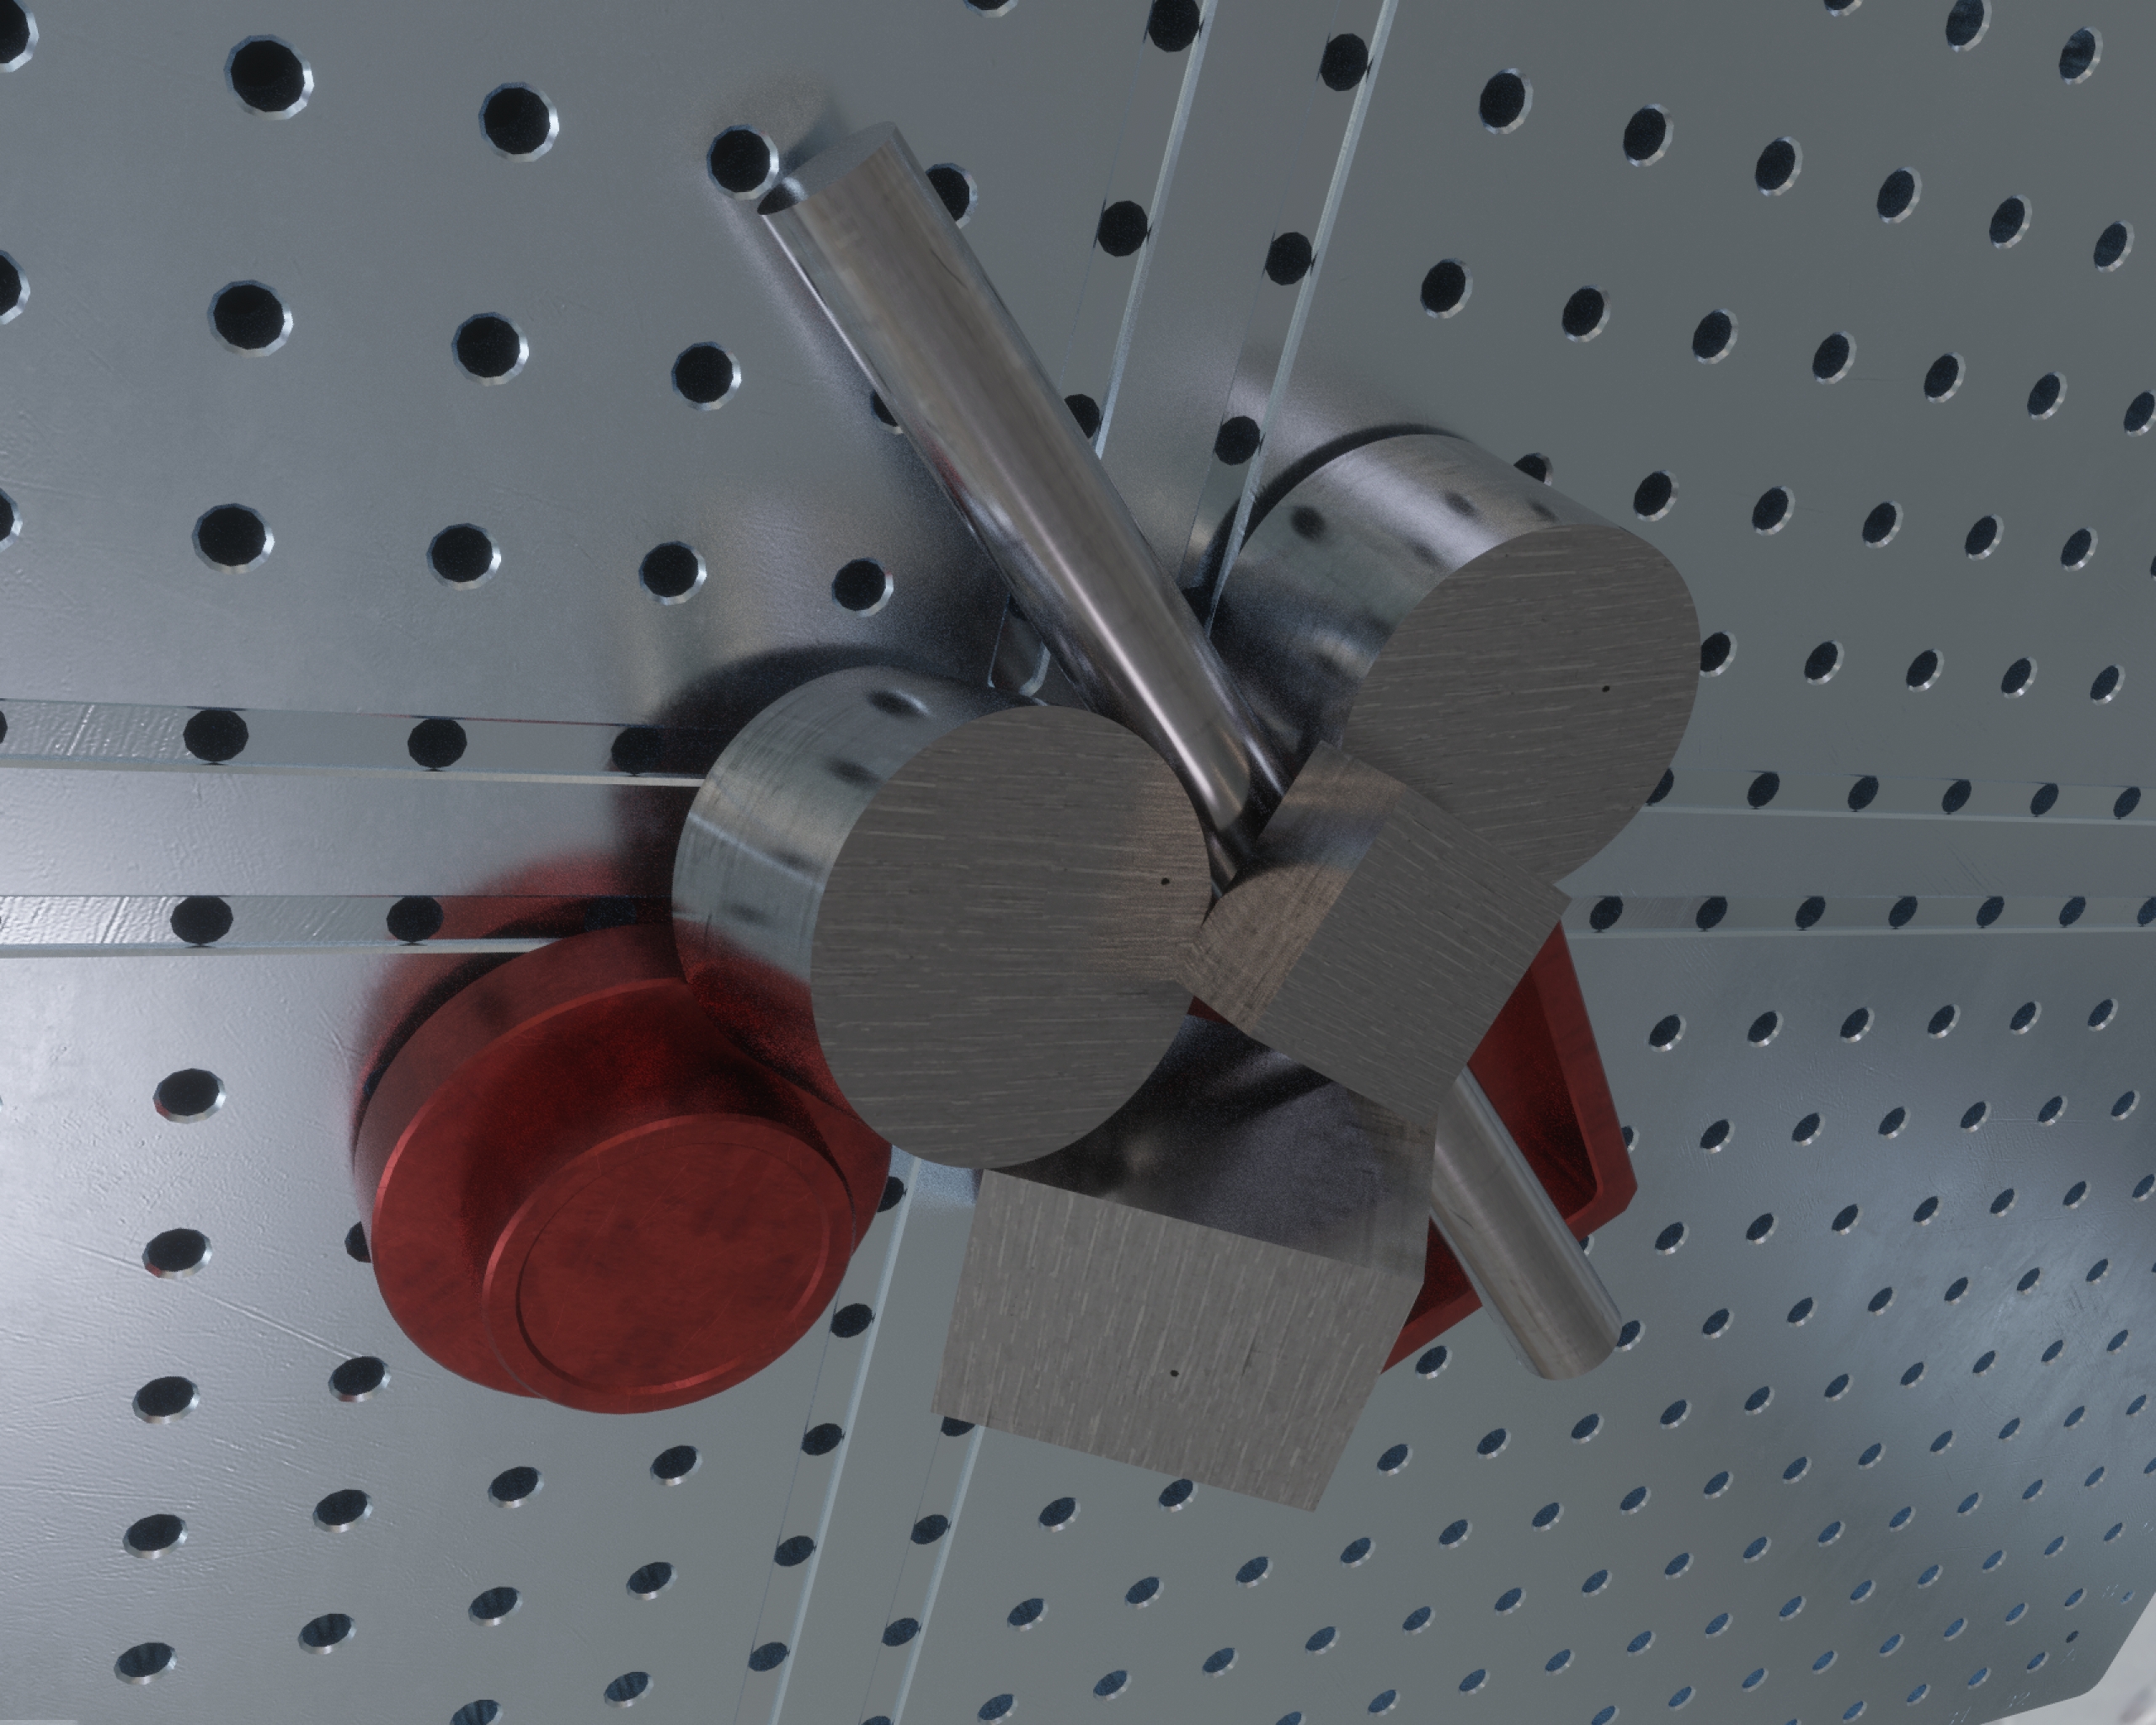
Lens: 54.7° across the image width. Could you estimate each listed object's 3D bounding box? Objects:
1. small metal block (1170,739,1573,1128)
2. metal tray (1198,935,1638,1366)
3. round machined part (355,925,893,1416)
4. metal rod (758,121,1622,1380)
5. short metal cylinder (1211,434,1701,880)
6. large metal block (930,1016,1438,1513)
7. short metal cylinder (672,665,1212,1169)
[{"bbox_3d":[0.053,0.013,0.376,0.050,0.025,0.050,30,94,-38],"label":"small metal block"},{"bbox_3d":[0.072,0.054,0.476,0.090,0.030,0.130,-32,129,-8],"label":"metal tray"},{"bbox_3d":[-0.080,0.064,0.390,0.099,0.042,0.097,-14,124,-21],"label":"round machined part"},{"bbox_3d":[0.036,0.000,0.394,0.025,0.025,0.299,-37,120,-4],"label":"metal rod"},{"bbox_3d":[0.073,-0.037,0.408,0.081,0.050,0.079,-14,124,-21],"label":"short metal cylinder"},{"bbox_3d":[0.020,0.077,0.415,0.080,0.050,0.079,14,132,1],"label":"large metal block"},{"bbox_3d":[-0.024,0.008,0.368,0.081,0.050,0.079,-10,108,-34],"label":"short metal cylinder"}]
